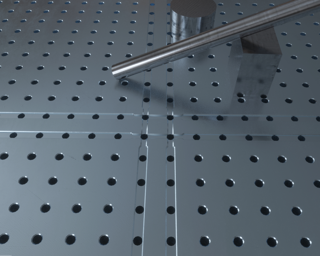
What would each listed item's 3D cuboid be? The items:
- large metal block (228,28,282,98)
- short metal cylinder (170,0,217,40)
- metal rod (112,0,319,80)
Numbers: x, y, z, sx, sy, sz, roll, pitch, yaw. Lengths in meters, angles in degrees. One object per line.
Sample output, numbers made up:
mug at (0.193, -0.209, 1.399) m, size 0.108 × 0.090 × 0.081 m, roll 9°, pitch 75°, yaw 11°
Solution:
large metal block at (0.136, -0.101, 0.458) m, size 0.050 × 0.080 × 0.080 m, roll 2°, pitch 50°, yaw 2°
short metal cylinder at (0.058, -0.198, 0.558) m, size 0.080 × 0.050 × 0.080 m, roll 0°, pitch 50°, yaw 0°
metal rod at (0.068, -0.123, 0.430) m, size 0.300 × 0.025 × 0.025 m, roll -15°, pitch 47°, yaw 20°
